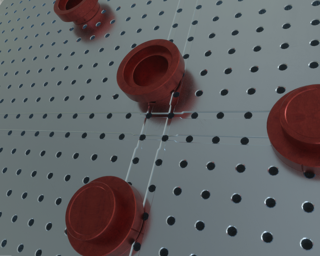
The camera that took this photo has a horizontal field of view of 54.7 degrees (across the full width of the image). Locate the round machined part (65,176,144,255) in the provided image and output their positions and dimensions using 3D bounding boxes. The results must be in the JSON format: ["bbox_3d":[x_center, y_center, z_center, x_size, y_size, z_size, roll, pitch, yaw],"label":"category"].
[{"bbox_3d":[-0.072,0.103,0.371,0.098,0.042,0.098,-13,56,20],"label":"round machined part"}]

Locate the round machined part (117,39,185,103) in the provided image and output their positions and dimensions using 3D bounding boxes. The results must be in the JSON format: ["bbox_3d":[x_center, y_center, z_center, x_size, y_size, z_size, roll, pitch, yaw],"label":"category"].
[{"bbox_3d":[-0.010,-0.077,0.449,0.098,0.042,0.098,-13,56,20],"label":"round machined part"}]

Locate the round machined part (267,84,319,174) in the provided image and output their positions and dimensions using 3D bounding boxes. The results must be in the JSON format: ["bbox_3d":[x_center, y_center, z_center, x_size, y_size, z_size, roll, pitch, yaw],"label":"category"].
[{"bbox_3d":[0.160,-0.006,0.317,0.098,0.042,0.098,-13,56,20],"label":"round machined part"}]

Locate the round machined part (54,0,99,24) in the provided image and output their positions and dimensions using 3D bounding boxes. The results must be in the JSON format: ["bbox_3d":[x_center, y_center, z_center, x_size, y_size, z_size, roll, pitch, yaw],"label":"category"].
[{"bbox_3d":[-0.165,-0.254,0.637,0.098,0.042,0.098,-13,56,20],"label":"round machined part"}]
